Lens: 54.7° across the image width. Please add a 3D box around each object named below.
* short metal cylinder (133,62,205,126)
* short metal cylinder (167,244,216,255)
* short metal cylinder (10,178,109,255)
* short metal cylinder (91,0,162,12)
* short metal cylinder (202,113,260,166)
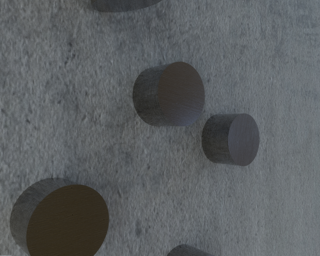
[{"bbox_3d":[0.012,-0.042,0.401,0.081,0.050,0.079,0,90,-40],"label":"short metal cylinder"},{"bbox_3d":[0.045,0.209,0.429,0.081,0.050,0.079,0,90,-40],"label":"short metal cylinder"},{"bbox_3d":[-0.099,0.092,0.307,0.081,0.050,0.079,0,90,-40],"label":"short metal cylinder"},{"bbox_3d":[-0.039,-0.163,0.338,0.081,0.080,0.050,-16,101,-39],"label":"short metal cylinder"},{"bbox_3d":[0.111,0.018,0.485,0.081,0.050,0.079,0,90,-40],"label":"short metal cylinder"}]
